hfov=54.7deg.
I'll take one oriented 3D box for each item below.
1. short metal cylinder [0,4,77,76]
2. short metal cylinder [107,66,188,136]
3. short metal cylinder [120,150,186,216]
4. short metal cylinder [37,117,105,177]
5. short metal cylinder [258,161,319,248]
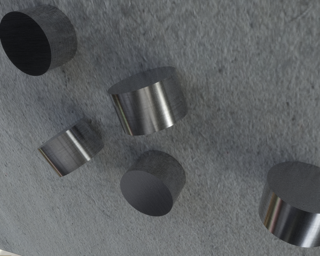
[{"bbox_3d":[-0.156,-0.114,0.400,0.080,0.050,0.079,13,124,20],"label":"short metal cylinder"},{"bbox_3d":[-0.013,-0.033,0.357,0.080,0.080,0.050,-6,116,30],"label":"short metal cylinder"},{"bbox_3d":[-0.009,0.079,0.443,0.080,0.050,0.079,13,124,20],"label":"short metal cylinder"},{"bbox_3d":[-0.129,0.027,0.454,0.080,0.080,0.050,-24,105,36],"label":"short metal cylinder"},{"bbox_3d":[0.154,0.081,0.340,0.080,0.080,0.050,14,124,20],"label":"short metal cylinder"}]
